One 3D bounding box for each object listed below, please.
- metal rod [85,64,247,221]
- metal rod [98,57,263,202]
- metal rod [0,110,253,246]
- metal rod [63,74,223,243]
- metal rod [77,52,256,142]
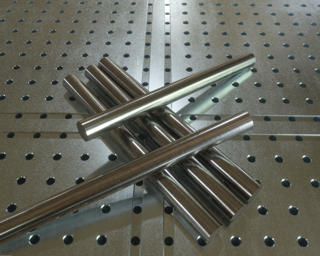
[{"bbox_3d":[-0.011,0.002,0.406,0.025,0.025,0.300,-32,57,-24],"label":"metal rod"},{"bbox_3d":[0.009,-0.014,0.419,0.025,0.025,0.300,-33,58,-25],"label":"metal rod"},{"bbox_3d":[-0.034,0.050,0.338,0.302,0.025,0.025,-24,54,-9],"label":"metal rod"},{"bbox_3d":[-0.039,0.019,0.390,0.025,0.025,0.300,-32,57,-24],"label":"metal rod"},{"bbox_3d":[0.029,-0.054,0.427,0.302,0.025,0.025,-26,55,-31],"label":"metal rod"}]
